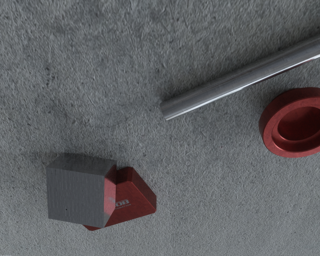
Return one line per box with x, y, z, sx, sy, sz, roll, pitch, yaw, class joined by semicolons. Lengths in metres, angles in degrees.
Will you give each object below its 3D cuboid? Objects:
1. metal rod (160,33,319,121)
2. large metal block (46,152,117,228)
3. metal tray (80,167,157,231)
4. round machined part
0.138;-0.075;0.345;0.300;0.025;0.025;-22;127;17;metal rod
-0.109;0.086;0.436;0.080;0.050;0.079;7;109;8;large metal block
-0.082;0.118;0.504;0.130;0.030;0.090;-21;128;16;metal tray
0.174;-0.011;0.390;0.099;0.042;0.097;-1;130;0;round machined part
